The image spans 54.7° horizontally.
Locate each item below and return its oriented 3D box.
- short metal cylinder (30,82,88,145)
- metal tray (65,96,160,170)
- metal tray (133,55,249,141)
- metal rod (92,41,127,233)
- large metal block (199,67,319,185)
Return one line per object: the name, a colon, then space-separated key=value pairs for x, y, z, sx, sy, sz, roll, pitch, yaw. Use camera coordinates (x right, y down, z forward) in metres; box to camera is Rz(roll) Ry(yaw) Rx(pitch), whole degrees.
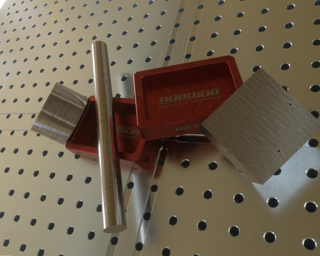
short metal cylinder: x=-0.149 y=-0.022 z=0.461 sx=0.080 sy=0.050 sz=0.080 roll=-49 pitch=23 yaw=31
metal tray: x=-0.062 y=0.003 z=0.435 sx=0.130 sy=0.030 sz=0.090 roll=7 pitch=65 yaw=31
metal tray: x=0.036 y=-0.039 z=0.386 sx=0.131 sy=0.030 sz=0.090 roll=-10 pitch=56 yaw=3
metal rod: x=-0.073 y=-0.012 z=0.415 sx=0.025 sy=0.025 sz=0.299 roll=-23 pitch=53 yaw=15
large metal block: x=0.098 y=0.000 z=0.318 sx=0.080 sy=0.050 sz=0.080 roll=-44 pitch=82 yaw=-2
